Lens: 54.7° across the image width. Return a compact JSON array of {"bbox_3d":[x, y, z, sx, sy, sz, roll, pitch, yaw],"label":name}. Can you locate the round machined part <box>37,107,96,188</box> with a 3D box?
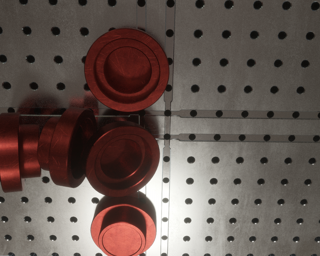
[{"bbox_3d":[-0.115,0.022,0.382,0.042,0.098,0.097,9,110,5],"label":"round machined part"}]

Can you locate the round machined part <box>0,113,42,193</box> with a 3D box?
[{"bbox_3d":[-0.172,0.029,0.387,0.042,0.098,0.097,-3,112,-21],"label":"round machined part"}]

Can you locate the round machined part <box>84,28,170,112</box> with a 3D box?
[{"bbox_3d":[-0.038,-0.072,0.377,0.099,0.042,0.097,0,110,-1],"label":"round machined part"}]

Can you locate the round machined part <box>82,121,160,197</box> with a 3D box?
[{"bbox_3d":[-0.053,0.037,0.404,0.099,0.042,0.097,-10,113,-25],"label":"round machined part"}]

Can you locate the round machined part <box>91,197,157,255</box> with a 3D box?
[{"bbox_3d":[-0.054,0.155,0.461,0.099,0.042,0.097,0,110,-1],"label":"round machined part"}]
